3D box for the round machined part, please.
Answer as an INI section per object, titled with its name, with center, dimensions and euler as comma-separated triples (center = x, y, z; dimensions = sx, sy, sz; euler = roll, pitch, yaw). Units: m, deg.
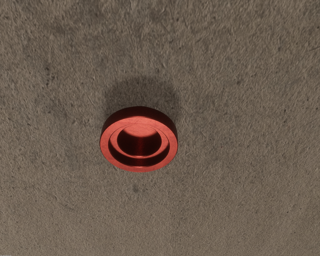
[round machined part]
center = -0.026, 0.010, 0.404
dimensions = 0.099, 0.042, 0.097
euler = -1, 130, 0
